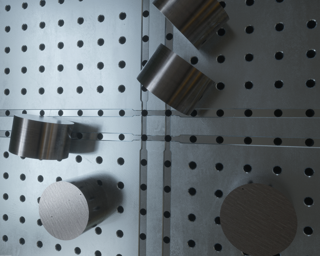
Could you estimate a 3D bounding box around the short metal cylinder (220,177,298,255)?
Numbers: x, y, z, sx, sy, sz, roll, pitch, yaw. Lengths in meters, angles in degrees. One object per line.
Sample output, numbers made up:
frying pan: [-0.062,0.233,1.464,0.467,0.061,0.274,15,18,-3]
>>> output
short metal cylinder: [0.114,0.100,0.359,0.080,0.050,0.079,0,90,19]

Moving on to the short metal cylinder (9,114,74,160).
short metal cylinder: [-0.168,0.011,0.441,0.080,0.080,0.050,12,94,19]

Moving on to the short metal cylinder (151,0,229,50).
short metal cylinder: [0.036,-0.140,0.370,0.050,0.080,0.080,-44,77,14]

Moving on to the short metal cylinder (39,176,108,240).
short metal cylinder: [-0.122,0.112,0.441,0.080,0.050,0.079,0,90,19]

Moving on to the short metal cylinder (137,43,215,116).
short metal cylinder: [0.019,-0.059,0.376,0.080,0.080,0.050,39,102,15]
